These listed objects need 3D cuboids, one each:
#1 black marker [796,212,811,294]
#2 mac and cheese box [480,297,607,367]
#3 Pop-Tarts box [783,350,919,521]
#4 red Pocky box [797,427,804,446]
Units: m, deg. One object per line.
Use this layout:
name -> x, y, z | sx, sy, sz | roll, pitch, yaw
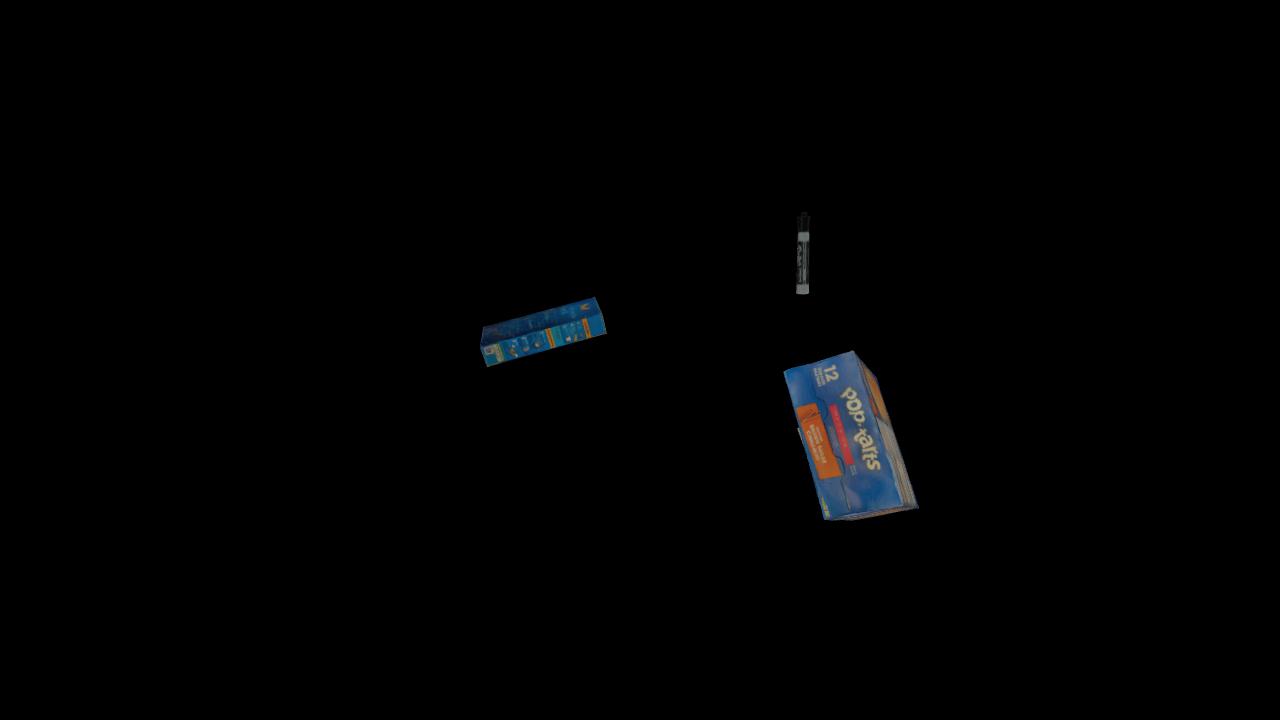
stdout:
black marker -> 0.244, -0.159, 0.920 | 0.020, 0.121, 0.020 | -3, 14, 1
mac and cheese box -> -0.149, -0.046, 0.944 | 0.184, 0.041, 0.093 | -15, 23, -5
Pop-Tarts box -> 0.240, 0.092, 0.695 | 0.083, 0.167, 0.141 | -21, -22, 24
red Pocky box -> 0.316, 0.175, 1.014 | 0.028, 0.083, 0.155 | -34, -57, 19
